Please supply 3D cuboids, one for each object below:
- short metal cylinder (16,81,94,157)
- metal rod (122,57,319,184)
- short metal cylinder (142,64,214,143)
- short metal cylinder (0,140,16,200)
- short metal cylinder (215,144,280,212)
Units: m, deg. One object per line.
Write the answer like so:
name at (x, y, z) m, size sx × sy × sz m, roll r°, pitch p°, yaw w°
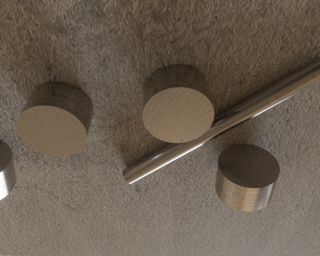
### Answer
short metal cylinder at (-0.126, -0.010, 0.381) m, size 0.081 × 0.050 × 0.079 m, roll 0°, pitch 130°, yaw 0°
metal rod at (0.069, 0.002, 0.409) m, size 0.300 × 0.025 × 0.025 m, roll -31°, pitch 124°, yaw 23°
short metal cylinder at (0.021, -0.028, 0.367) m, size 0.081 × 0.050 × 0.079 m, roll 0°, pitch 130°, yaw 0°
short metal cylinder at (-0.241, 0.058, 0.418) m, size 0.081 × 0.080 × 0.050 m, roll 8°, pitch 130°, yaw -7°
short metal cylinder at (0.119, 0.068, 0.430) m, size 0.080 × 0.080 × 0.050 m, roll -2°, pitch 130°, yaw 1°
